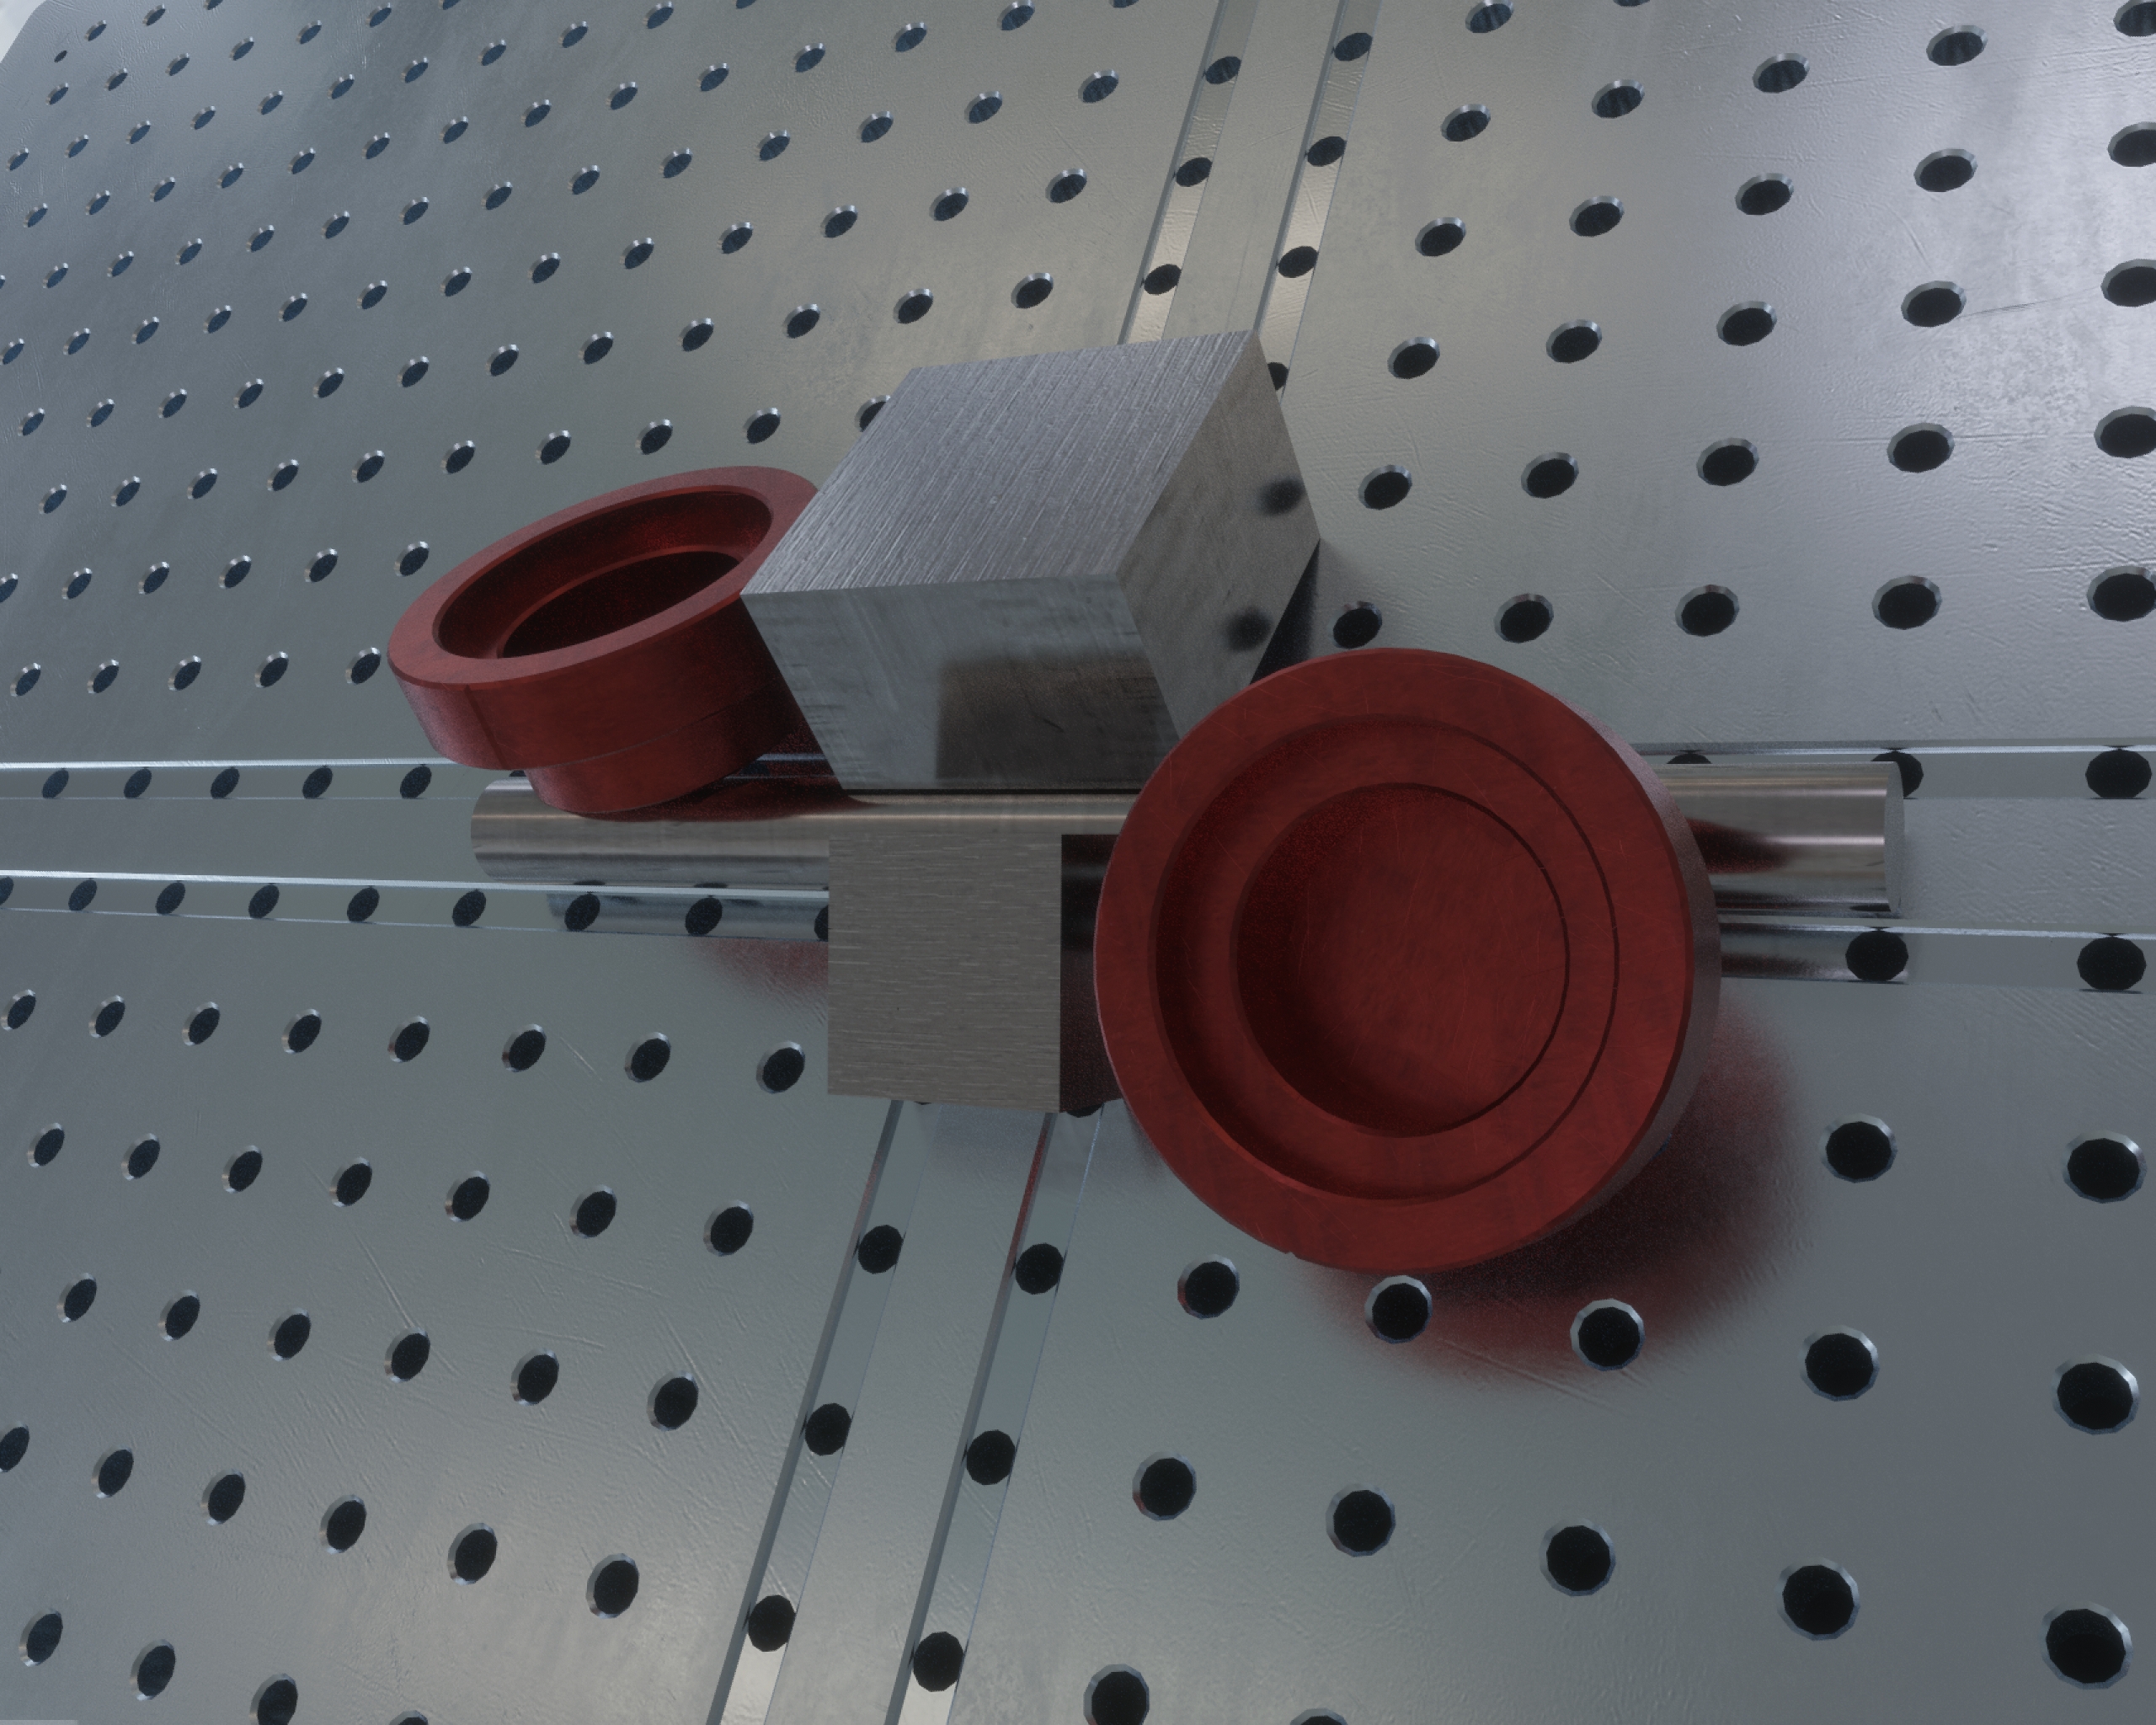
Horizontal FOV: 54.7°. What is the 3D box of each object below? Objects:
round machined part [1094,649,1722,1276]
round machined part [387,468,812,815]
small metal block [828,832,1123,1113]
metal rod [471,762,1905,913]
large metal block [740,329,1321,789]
[{"bbox_3d":[0.056,0.016,0.342,0.098,0.042,0.097,-2,86,28],"label":"round machined part"},{"bbox_3d":[-0.096,-0.046,0.460,0.098,0.042,0.098,-13,32,8],"label":"round machined part"},{"bbox_3d":[-0.019,0.019,0.394,0.050,0.025,0.050,1,91,28],"label":"small metal block"},{"bbox_3d":[0.001,-0.006,0.412,0.300,0.025,0.025,1,62,28],"label":"metal rod"},{"bbox_3d":[-0.006,-0.060,0.418,0.080,0.050,0.080,1,44,28],"label":"large metal block"}]
